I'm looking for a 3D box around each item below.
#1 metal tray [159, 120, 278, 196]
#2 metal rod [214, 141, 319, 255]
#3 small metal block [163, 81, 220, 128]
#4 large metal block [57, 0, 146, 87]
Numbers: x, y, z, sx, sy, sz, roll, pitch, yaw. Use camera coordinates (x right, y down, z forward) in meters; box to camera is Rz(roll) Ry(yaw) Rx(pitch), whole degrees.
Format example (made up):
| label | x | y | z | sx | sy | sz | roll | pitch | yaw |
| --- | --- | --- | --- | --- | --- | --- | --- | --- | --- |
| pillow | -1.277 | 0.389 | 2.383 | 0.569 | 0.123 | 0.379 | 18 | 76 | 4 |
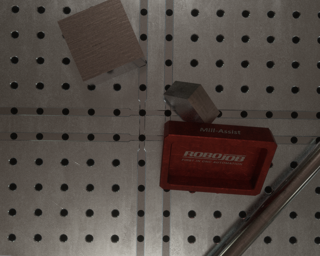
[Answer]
| label | x | y | z | sx | sy | sz | roll | pitch | yaw |
| --- | --- | --- | --- | --- | --- | --- | --- | --- | --- |
| metal tray | 0.068 | 0.040 | 0.388 | 0.131 | 0.030 | 0.089 | 4 | 126 | -1 |
| metal rod | 0.126 | 0.133 | 0.415 | 0.025 | 0.025 | 0.300 | 43 | 90 | -1 |
| small metal block | 0.040 | -0.031 | 0.390 | 0.025 | 0.050 | 0.050 | -50 | 123 | -14 |
| large metal block | -0.072 | -0.108 | 0.400 | 0.080 | 0.050 | 0.080 | -23 | 90 | -1 |
